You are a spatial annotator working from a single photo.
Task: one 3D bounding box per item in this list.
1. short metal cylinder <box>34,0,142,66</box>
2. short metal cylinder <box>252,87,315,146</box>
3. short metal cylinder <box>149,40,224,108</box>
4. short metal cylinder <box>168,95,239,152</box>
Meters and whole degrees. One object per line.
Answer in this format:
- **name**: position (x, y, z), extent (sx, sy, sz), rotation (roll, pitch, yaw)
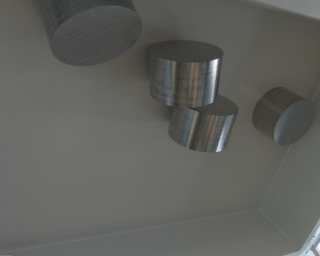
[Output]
- **short metal cylinder**: position (-0.062, -0.098, 0.273), extent (0.080, 0.050, 0.080), rotation (-21, 165, -6)
- **short metal cylinder**: position (0.195, -0.019, 0.490), extent (0.081, 0.050, 0.079), rotation (-14, 125, -21)
- **short metal cylinder**: position (0.028, -0.064, 0.351), extent (0.081, 0.080, 0.050), rotation (-13, 124, -22)
- **short metal cylinder**: position (0.054, -0.011, 0.398), extent (0.081, 0.080, 0.050), rotation (-4, 120, -27)
